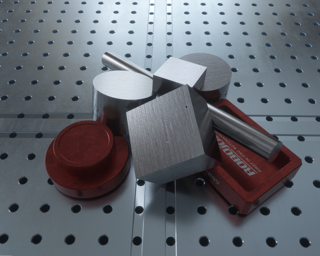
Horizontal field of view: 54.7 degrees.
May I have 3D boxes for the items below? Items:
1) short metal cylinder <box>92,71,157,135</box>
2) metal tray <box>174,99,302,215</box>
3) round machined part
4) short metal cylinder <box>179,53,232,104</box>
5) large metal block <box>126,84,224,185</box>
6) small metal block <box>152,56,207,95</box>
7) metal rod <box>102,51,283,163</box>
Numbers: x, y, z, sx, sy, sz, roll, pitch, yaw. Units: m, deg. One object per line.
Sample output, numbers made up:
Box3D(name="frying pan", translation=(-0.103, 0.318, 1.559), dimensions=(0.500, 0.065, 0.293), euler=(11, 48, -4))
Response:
Box3D(name="short metal cylinder", translation=(-0.046, -0.035, 0.401), dimensions=(0.081, 0.050, 0.080), euler=(7, 33, -4))
Box3D(name="metal tray", translation=(0.089, 0.028, 0.376), dimensions=(0.091, 0.030, 0.130), euler=(-29, 56, -23))
Box3D(name="round machined part", translation=(-0.086, 0.029, 0.366), dimensions=(0.099, 0.042, 0.098), euler=(0, 50, 0))
Box3D(name="short metal cylinder", translation=(0.057, -0.062, 0.440), dimensions=(0.081, 0.050, 0.080), euler=(0, 50, 0))
Box3D(name="large metal block", translation=(0.015, 0.010, 0.344), dimensions=(0.080, 0.050, 0.080), euler=(-23, 62, 24))
Box3D(name="small metal block", translation=(0.025, -0.060, 0.385), dimensions=(0.050, 0.025, 0.050), euler=(21, 45, 17))
Box3D(name="metal rod", translation=(0.018, -0.043, 0.407), dimensions=(0.025, 0.025, 0.300), euler=(-35, 49, -26))
